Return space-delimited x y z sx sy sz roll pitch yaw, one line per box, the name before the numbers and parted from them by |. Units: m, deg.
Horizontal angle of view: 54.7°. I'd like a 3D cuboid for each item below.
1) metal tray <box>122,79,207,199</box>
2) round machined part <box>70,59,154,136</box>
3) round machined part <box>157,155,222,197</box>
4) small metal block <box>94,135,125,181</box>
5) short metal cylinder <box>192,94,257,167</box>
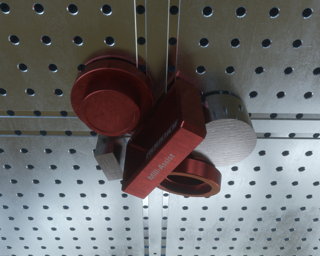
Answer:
metal tray | 0.001 0.014 0.376 0.030 0.090 0.129 26 125 -21
round machined part | -0.057 -0.028 0.370 0.099 0.042 0.097 0 130 0
round machined part | 0.037 0.060 0.432 0.099 0.042 0.098 9 152 5
small metal block | -0.064 0.035 0.419 0.025 0.050 0.050 -12 129 10
short metal cylinder | 0.076 0.004 0.394 0.081 0.050 0.079 0 130 0
